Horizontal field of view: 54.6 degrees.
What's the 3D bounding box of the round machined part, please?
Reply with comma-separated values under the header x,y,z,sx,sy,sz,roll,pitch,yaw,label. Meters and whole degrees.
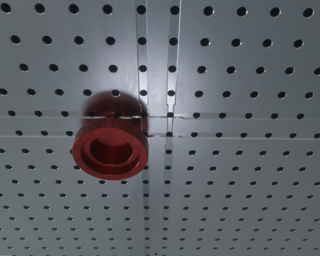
x,y,z,sx,sy,sz,roll,pitch,yaw,label
-0.065,0.023,0.420,0.099,0.042,0.097,0,130,0,round machined part
